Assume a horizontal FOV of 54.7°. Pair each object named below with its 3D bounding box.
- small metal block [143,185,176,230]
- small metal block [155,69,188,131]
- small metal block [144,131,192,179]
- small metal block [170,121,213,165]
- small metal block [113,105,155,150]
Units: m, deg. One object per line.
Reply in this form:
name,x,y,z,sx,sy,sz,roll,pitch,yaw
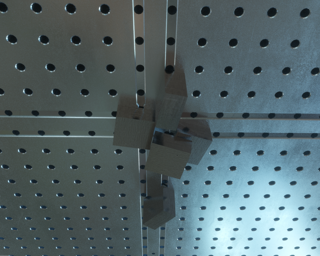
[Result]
small metal block,-0.002,0.129,0.506,0.025,0.050,0.050,34,122,-25
small metal block,0.012,-0.033,0.367,0.025,0.050,0.050,10,130,-9
small metal block,0.011,0.036,0.410,0.050,0.025,0.050,16,128,-2
small metal block,0.038,0.021,0.430,0.050,0.025,0.050,14,129,-13
small metal block,-0.034,0.000,0.411,0.050,0.025,0.050,8,130,-7
